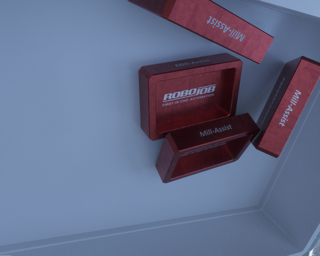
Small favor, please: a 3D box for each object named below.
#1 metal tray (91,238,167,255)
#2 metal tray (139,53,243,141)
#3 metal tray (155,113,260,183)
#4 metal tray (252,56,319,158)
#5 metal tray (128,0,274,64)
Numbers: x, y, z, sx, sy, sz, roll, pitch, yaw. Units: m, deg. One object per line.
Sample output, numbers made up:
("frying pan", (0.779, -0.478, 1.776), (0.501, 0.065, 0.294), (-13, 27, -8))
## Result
("metal tray", (-0.059, 0.235, 0.519), (0.131, 0.030, 0.090), (25, 106, -37))
("metal tray", (0.040, -0.041, 0.401), (0.131, 0.030, 0.089), (-14, 124, -21))
("metal tray", (0.065, 0.029, 0.436), (0.131, 0.030, 0.089), (-14, 149, -21))
("metal tray", (0.170, -0.029, 0.431), (0.030, 0.090, 0.129), (25, 99, 6))
("metal tray", (0.043, -0.112, 0.320), (0.131, 0.090, 0.030), (13, 112, -34))
